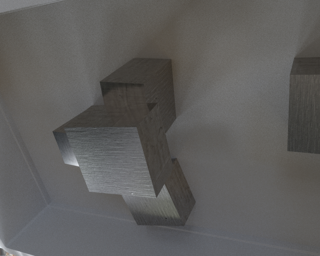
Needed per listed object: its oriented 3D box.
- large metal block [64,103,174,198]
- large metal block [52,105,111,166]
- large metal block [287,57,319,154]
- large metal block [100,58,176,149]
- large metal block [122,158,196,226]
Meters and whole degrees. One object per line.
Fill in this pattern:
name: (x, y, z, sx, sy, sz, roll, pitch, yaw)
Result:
large metal block: (-0.039, 0.022, 0.321, 0.080, 0.050, 0.080, 0, 119, 25)
large metal block: (-0.079, 0.011, 0.415, 0.080, 0.080, 0.050, 6, 121, 31)
large metal block: (0.167, -0.021, 0.292, 0.080, 0.050, 0.079, 4, 120, 26)
large metal block: (-0.021, -0.030, 0.362, 0.050, 0.080, 0.079, 6, 121, 21)
large metal block: (-0.005, 0.095, 0.452, 0.080, 0.050, 0.080, -10, 113, 32)
